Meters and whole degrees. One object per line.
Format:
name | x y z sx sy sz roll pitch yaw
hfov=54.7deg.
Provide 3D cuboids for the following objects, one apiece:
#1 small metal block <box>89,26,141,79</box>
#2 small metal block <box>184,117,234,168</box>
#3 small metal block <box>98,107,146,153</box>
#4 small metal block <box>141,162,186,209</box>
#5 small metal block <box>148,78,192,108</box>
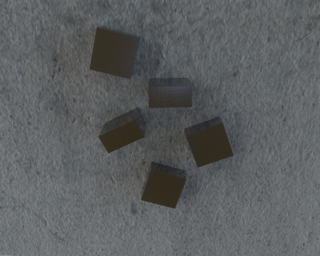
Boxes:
small metal block | -0.054 -0.091 0.375 0.050 0.025 0.050 13 110 -5
small metal block | 0.065 0.019 0.418 0.050 0.025 0.050 -20 109 6
small metal block | -0.046 0.002 0.397 0.050 0.050 0.025 -25 109 8
small metal block | 0.005 0.081 0.440 0.050 0.025 0.050 16 109 -6
small metal block | 0.012 -0.044 0.380 0.050 0.050 0.025 -1 110 0
